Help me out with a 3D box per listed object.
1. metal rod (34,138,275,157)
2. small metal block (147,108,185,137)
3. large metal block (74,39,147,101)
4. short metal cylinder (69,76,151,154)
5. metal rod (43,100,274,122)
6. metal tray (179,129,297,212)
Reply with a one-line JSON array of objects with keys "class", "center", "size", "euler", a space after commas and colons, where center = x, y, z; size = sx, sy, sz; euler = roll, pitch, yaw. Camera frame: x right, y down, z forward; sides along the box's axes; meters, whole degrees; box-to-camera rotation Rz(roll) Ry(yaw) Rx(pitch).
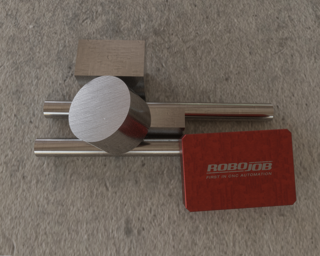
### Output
[{"class": "metal rod", "center": [-0.006, 0.025, 0.401], "size": [0.302, 0.025, 0.025], "euler": [0, 70, -1]}, {"class": "small metal block", "center": [0.005, -0.004, 0.397], "size": [0.050, 0.050, 0.025], "euler": [1, 70, 0]}, {"class": "large metal block", "center": [-0.059, -0.071, 0.406], "size": [0.081, 0.080, 0.050], "euler": [1, 70, 0]}, {"class": "short metal cylinder", "center": [-0.058, -0.014, 0.363], "size": [0.080, 0.050, 0.080], "euler": [-9, 66, 22]}, {"class": "metal rod", "center": [-0.002, -0.023, 0.418], "size": [0.302, 0.025, 0.025], "euler": [1, 70, 0]}, {"class": "metal tray", "center": [0.092, 0.049, 0.375], "size": [0.131, 0.030, 0.089], "euler": [-3, 88, -3]}]
